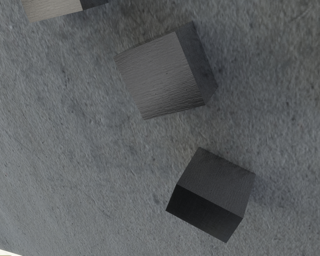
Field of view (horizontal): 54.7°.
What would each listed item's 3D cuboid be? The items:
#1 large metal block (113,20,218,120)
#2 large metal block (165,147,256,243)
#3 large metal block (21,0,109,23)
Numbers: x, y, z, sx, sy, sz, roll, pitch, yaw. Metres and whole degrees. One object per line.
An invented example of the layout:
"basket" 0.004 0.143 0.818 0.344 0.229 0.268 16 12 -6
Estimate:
"large metal block" 0.008 -0.062 0.347 0.080 0.050 0.080 -13 112 33
"large metal block" 0.064 0.080 0.386 0.080 0.080 0.050 26 127 11
"large metal block" -0.115 -0.169 0.345 0.080 0.050 0.080 -1 118 28
